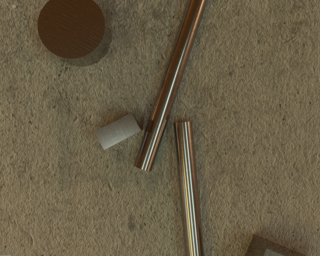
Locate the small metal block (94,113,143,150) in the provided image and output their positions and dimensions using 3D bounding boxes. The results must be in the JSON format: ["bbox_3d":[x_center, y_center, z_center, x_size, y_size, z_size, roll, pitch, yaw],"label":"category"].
[{"bbox_3d":[-0.051,0.004,0.397,0.050,0.050,0.025,-28,90,0],"label":"small metal block"}]

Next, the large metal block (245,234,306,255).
[{"bbox_3d":[0.150,0.198,0.400,0.080,0.050,0.080,23,90,-1],"label":"large metal block"}]

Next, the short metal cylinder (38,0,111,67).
[{"bbox_3d":[-0.106,-0.123,0.396,0.081,0.050,0.079,0,90,-1],"label":"short metal cylinder"}]

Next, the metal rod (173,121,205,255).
[{"bbox_3d":[0.044,0.141,0.410,0.025,0.025,0.298,-5,90,-1],"label":"metal rod"}]

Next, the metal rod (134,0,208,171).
[{"bbox_3d":[0.024,-0.089,0.410,0.025,0.025,0.298,18,90,-1],"label":"metal rod"}]
